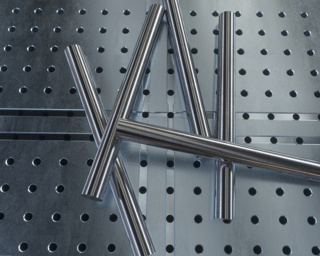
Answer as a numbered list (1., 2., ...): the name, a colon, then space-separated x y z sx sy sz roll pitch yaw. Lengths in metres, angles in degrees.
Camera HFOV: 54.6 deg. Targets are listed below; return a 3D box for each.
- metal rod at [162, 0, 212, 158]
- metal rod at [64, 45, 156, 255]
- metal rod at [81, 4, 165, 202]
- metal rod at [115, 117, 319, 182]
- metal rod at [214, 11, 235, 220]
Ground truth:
1. metal rod: 0.034 -0.103 0.449 0.025 0.025 0.299 -9 70 -3
2. metal rod: -0.072 0.017 0.405 0.025 0.025 0.299 -20 71 -7
3. metal rod: -0.040 -0.052 0.413 0.025 0.025 0.300 13 64 5
4. metal rod: 0.097 0.032 0.375 0.302 0.025 0.025 12 70 -6
5. metal rod: 0.090 -0.030 0.423 0.025 0.025 0.299 5 70 2
